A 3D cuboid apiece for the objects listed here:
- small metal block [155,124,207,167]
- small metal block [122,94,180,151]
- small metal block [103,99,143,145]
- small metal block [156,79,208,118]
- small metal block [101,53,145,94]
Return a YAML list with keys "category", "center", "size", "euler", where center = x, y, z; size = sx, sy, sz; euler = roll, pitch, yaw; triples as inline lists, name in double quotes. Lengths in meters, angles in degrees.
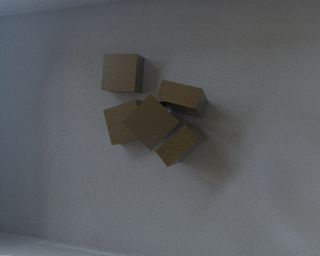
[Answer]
- category: "small metal block"
  center: [0.028, 0.021, 0.387]
  size: [0.050, 0.050, 0.025]
  euler: [-42, 77, 15]
- category: "small metal block"
  center: [-0.010, -0.006, 0.391]
  size: [0.050, 0.025, 0.050]
  euler: [45, 93, 7]
- category: "small metal block"
  center: [-0.045, -0.007, 0.425]
  size: [0.050, 0.025, 0.050]
  euler: [-16, 85, 19]
- category: "small metal block"
  center: [0.029, -0.035, 0.384]
  size: [0.050, 0.050, 0.025]
  euler: [16, 84, 19]
- category: "small metal block"
  center: [-0.051, -0.075, 0.427]
  size: [0.050, 0.025, 0.050]
  euler: [5, 92, 19]
